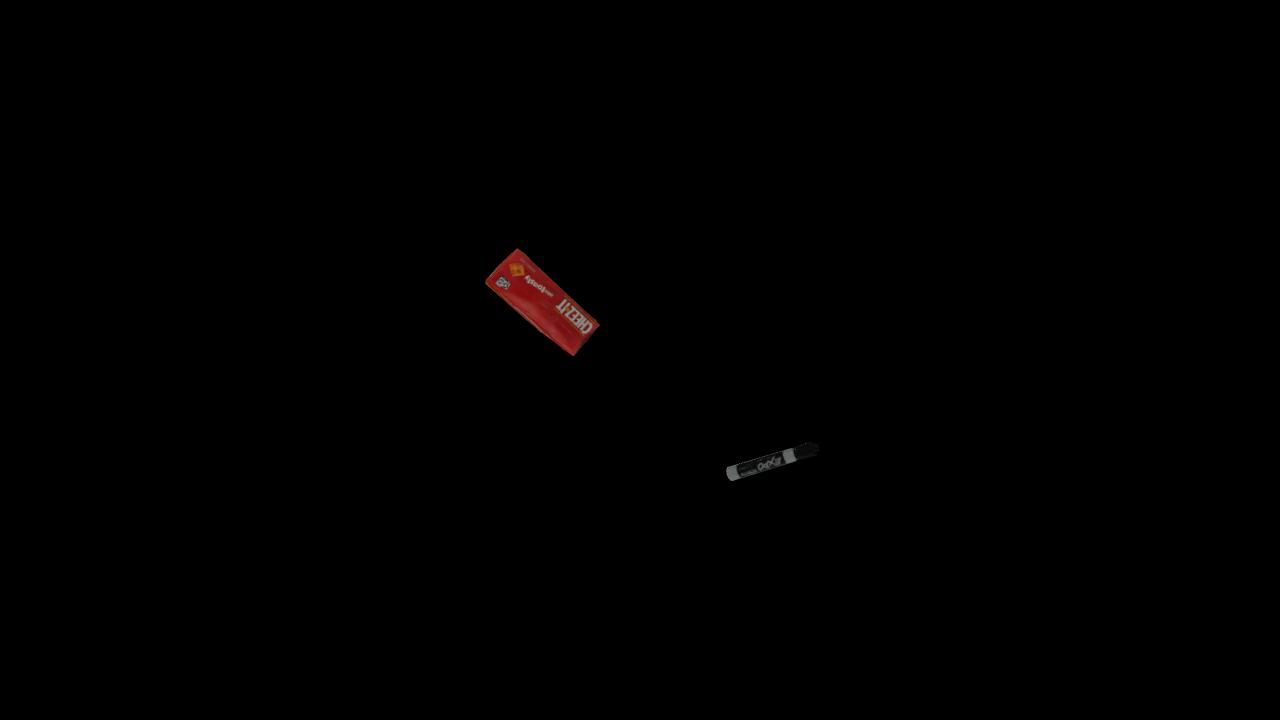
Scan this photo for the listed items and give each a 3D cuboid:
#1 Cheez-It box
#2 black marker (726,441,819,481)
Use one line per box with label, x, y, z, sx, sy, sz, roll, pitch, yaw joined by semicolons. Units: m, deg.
Cheez-It box;-0.162;-0.094;0.984;0.166;0.071;0.223;42;-5;-15
black marker;0.164;0.126;0.763;0.121;0.020;0.020;-24;-12;28
